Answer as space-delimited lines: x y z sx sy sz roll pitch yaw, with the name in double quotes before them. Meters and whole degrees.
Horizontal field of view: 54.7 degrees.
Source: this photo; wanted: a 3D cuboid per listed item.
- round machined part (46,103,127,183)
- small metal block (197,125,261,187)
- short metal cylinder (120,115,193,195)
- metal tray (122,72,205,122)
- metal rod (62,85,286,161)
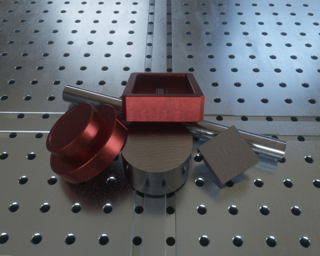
"round machined part" -0.089 0.010 0.352 0.098 0.042 0.098 -24 40 22
"small metal block" 0.079 0.033 0.361 0.050 0.025 0.050 -32 72 -5
"short metal cylinder" -0.004 0.031 0.361 0.081 0.050 0.080 0 50 0
"metal tray" 0.003 -0.044 0.398 0.091 0.030 0.130 0 21 -1
"metal rod" 0.009 -0.011 0.412 0.301 0.025 0.025 15 52 12
